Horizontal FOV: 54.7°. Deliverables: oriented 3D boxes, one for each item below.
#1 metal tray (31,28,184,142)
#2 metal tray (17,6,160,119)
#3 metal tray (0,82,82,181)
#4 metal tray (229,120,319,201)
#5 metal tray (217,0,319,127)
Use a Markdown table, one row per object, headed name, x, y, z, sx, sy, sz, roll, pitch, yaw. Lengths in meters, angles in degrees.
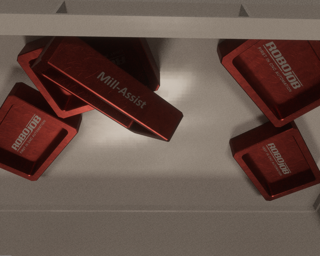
| name | x | y | z | sx | sy | sz | roll | pitch | yaw |
| --- | --- | --- | --- | --- | --- | --- | --- | --- | --- |
| metal tray | -0.052 | -0.035 | 0.297 | 0.130 | 0.090 | 0.030 | 34 | 79 | -26 |
| metal tray | -0.075 | -0.068 | 0.346 | 0.130 | 0.030 | 0.090 | -15 | 129 | 12 |
| metal tray | -0.176 | 0.011 | 0.412 | 0.090 | 0.030 | 0.129 | 32 | 123 | -25 |
| metal tray | 0.170 | 0.048 | 0.449 | 0.090 | 0.030 | 0.130 | -27 | 126 | 21 |
| metal tray | 0.138 | -0.067 | 0.350 | 0.090 | 0.030 | 0.130 | -34 | 123 | 25 |
